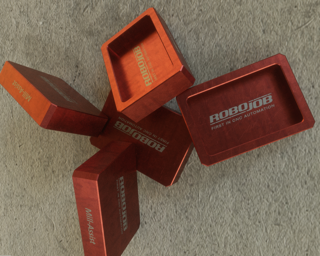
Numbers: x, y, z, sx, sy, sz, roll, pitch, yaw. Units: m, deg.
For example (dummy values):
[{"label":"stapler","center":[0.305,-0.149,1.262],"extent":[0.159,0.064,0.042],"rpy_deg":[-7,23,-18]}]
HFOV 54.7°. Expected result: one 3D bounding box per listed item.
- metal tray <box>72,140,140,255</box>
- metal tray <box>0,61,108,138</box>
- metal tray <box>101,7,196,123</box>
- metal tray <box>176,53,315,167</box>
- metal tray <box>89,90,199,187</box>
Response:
[{"label":"metal tray","center":[-0.059,0.091,0.375],"extent":[0.030,0.090,0.129],"rpy_deg":[6,113,20]},{"label":"metal tray","center":[-0.141,-0.038,0.407],"extent":[0.130,0.090,0.030],"rpy_deg":[37,102,33]},{"label":"metal tray","center":[-0.021,-0.081,0.383],"extent":[0.090,0.030,0.130],"rpy_deg":[-33,51,16]},{"label":"metal tray","center":[0.094,-0.019,0.357],"extent":[0.131,0.030,0.090],"rpy_deg":[-21,83,3]},{"label":"metal tray","center":[-0.020,0.008,0.413],"extent":[0.130,0.030,0.090],"rpy_deg":[27,99,17]}]
